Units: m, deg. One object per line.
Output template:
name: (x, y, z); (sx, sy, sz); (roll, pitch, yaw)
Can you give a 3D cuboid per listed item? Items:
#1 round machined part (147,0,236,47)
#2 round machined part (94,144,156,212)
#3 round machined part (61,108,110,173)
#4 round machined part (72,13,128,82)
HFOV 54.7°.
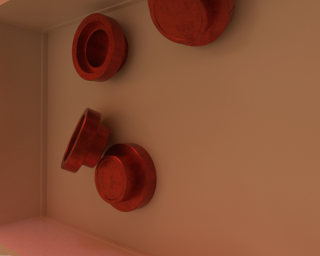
round machined part: (0.028, -0.132, 0.338); (0.098, 0.042, 0.097); (22, 143, 18)
round machined part: (-0.056, 0.071, 0.442); (0.098, 0.042, 0.097); (0, 90, 40)
round machined part: (-0.109, 0.022, 0.466); (0.097, 0.042, 0.098); (-52, 23, 34)
round machined part: (-0.086, -0.118, 0.467); (0.098, 0.042, 0.097); (0, 90, 40)
